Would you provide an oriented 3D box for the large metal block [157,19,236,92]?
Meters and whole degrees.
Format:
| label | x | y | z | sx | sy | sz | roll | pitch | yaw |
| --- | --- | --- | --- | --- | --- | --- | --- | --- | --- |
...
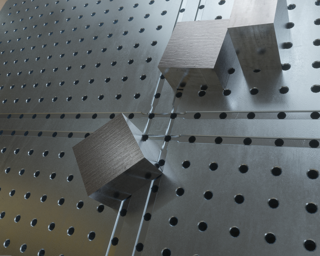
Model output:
| label | x | y | z | sx | sy | sz | roll | pitch | yaw |
| --- | --- | --- | --- | --- | --- | --- | --- | --- | --- |
| large metal block | 0.055 | -0.099 | 0.425 | 0.080 | 0.050 | 0.080 | 8 | 66 | 32 |

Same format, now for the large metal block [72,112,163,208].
| label | x | y | z | sx | sy | sz | roll | pitch | yaw |
| --- | --- | --- | --- | --- | --- | --- | --- | --- | --- |
| large metal block | -0.056 | 0.041 | 0.397 | 0.080 | 0.050 | 0.080 | -35 | 51 | 5 |

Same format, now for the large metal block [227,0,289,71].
| label | x | y | z | sx | sy | sz | roll | pitch | yaw |
| --- | --- | --- | --- | --- | --- | --- | --- | --- | --- |
| large metal block | 0.126 | -0.129 | 0.386 | 0.050 | 0.080 | 0.080 | 3 | 63 | 30 |
